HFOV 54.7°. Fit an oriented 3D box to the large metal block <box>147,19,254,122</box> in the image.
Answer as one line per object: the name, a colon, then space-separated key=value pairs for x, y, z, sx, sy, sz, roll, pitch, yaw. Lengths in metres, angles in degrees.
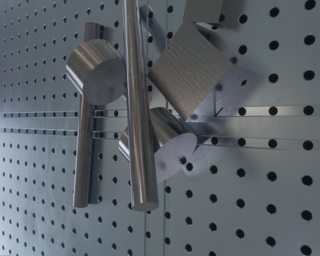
large metal block: x=0.044 y=-0.063 z=0.357 sx=0.080 sy=0.050 sz=0.080 roll=-52 pitch=60 yaw=27

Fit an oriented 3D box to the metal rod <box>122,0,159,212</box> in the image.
metal rod: x=-0.028 y=-0.052 z=0.364 sx=0.025 sy=0.025 sz=0.299 roll=-34 pitch=48 yaw=35

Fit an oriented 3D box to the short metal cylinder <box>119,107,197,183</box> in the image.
short metal cylinder: x=-0.002 y=0.021 z=0.375 sx=0.050 sy=0.081 sz=0.080 roll=45 pitch=117 yaw=30

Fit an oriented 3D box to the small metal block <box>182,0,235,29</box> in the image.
small metal block: x=0.058 y=-0.146 z=0.361 sx=0.050 sy=0.025 sz=0.050 roll=19 pitch=102 yaw=38

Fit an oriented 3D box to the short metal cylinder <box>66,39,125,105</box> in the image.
short metal cylinder: x=-0.086 y=-0.079 z=0.444 sx=0.050 sy=0.081 sz=0.080 roll=48 pitch=119 yaw=29

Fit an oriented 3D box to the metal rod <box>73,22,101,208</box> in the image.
metal rod: x=-0.120 y=-0.019 z=0.508 sx=0.025 sy=0.025 sz=0.298 roll=8 pitch=95 yaw=39
